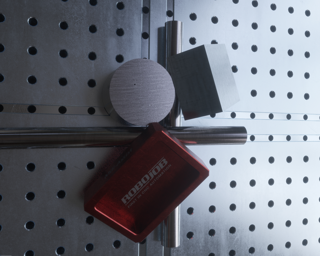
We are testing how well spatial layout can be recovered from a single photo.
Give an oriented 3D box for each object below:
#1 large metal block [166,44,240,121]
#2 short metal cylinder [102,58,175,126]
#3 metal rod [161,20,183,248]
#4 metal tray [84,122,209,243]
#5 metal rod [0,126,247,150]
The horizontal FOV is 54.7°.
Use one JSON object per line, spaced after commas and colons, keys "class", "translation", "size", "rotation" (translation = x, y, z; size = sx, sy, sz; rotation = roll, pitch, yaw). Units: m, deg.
{"class": "large metal block", "translation": [0.059, -0.061, 0.400], "size": [0.080, 0.050, 0.080], "rotation": [-27, 102, -58]}
{"class": "short metal cylinder", "translation": [-0.028, -0.042, 0.388], "size": [0.081, 0.050, 0.079], "rotation": [0, 90, -20]}
{"class": "metal rod", "translation": [0.017, 0.008, 0.419], "size": [0.025, 0.025, 0.298], "rotation": [1, 90, -20]}
{"class": "metal tray", "translation": [-0.017, 0.068, 0.376], "size": [0.090, 0.030, 0.130], "rotation": [41, 98, -22]}
{"class": "metal rod", "translation": [-0.036, 0.011, 0.382], "size": [0.302, 0.025, 0.025], "rotation": [0, 90, -13]}
